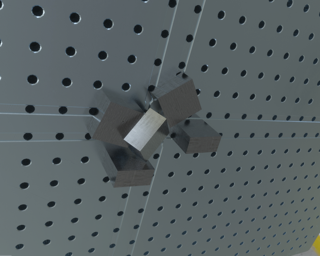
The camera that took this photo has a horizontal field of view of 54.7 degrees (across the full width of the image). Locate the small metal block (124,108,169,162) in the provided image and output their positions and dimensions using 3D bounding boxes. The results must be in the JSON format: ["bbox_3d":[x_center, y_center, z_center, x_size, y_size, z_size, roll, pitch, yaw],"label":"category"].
[{"bbox_3d":[-0.015,0.010,0.388,0.050,0.025,0.050,-51,163,-13],"label":"small metal block"}]

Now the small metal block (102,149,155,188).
[{"bbox_3d":[-0.042,0.051,0.405,0.050,0.050,0.025,2,118,-30],"label":"small metal block"}]

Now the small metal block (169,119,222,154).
[{"bbox_3d":[0.048,0.010,0.430,0.050,0.050,0.025,-1,119,-28],"label":"small metal block"}]

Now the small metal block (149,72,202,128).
[{"bbox_3d":[0.021,-0.036,0.402,0.050,0.025,0.050,-31,129,-9],"label":"small metal block"}]

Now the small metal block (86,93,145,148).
[{"bbox_3d":[-0.053,-0.008,0.378,0.050,0.025,0.050,19,108,-36],"label":"small metal block"}]
